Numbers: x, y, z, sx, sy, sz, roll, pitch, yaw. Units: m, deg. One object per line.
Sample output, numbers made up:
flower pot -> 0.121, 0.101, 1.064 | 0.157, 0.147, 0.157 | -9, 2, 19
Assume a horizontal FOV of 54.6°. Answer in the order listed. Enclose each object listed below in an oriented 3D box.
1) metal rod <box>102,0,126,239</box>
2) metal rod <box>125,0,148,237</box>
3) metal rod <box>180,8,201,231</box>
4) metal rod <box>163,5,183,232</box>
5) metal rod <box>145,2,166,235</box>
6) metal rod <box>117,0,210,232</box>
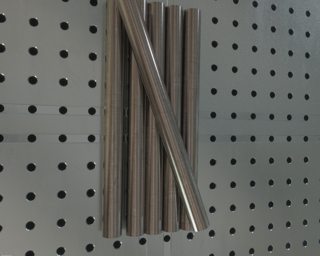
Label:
metal rod -> -0.058, -0.015, 0.390 | 0.025, 0.025, 0.298 | 1, 90, -20
metal rod -> -0.030, -0.013, 0.400 | 0.025, 0.025, 0.298 | 1, 90, -20
metal rod -> 0.041, -0.012, 0.428 | 0.025, 0.025, 0.298 | 1, 90, -20
metal rod -> 0.016, -0.012, 0.419 | 0.025, 0.025, 0.298 | 1, 90, -20
metal rod -> -0.007, -0.013, 0.409 | 0.025, 0.025, 0.298 | 1, 90, -20
metal rod -> 0.007, -0.012, 0.388 | 0.025, 0.025, 0.299 | -20, 97, -19
